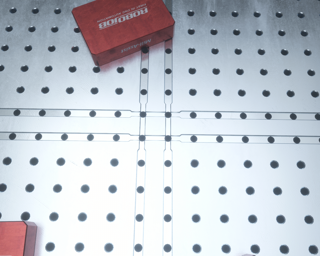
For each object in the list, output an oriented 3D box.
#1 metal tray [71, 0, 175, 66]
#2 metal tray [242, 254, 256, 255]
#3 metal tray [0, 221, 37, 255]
[{"bbox_3d":[-0.054,-0.158,0.466,0.131,0.030,0.090,-24,72,-9],"label":"metal tray"},{"bbox_3d":[0.137,0.209,0.334,0.130,0.030,0.090,27,72,9],"label":"metal tray"},{"bbox_3d":[-0.215,0.154,0.350,0.131,0.030,0.090,-1,70,-1],"label":"metal tray"}]
